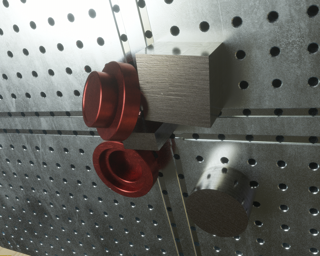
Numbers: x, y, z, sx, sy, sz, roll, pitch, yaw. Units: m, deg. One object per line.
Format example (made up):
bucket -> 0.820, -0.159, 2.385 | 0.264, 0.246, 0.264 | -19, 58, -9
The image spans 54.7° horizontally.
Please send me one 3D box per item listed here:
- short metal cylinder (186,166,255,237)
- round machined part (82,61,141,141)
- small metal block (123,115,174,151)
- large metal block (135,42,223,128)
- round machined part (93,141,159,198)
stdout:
short metal cylinder -> 0.081, 0.097, 0.412 | 0.080, 0.050, 0.079 | 13, 124, 21
round machined part -> -0.065, -0.033, 0.379 | 0.098, 0.042, 0.097 | -10, 78, 58
small metal block -> -0.016, 0.005, 0.406 | 0.050, 0.050, 0.025 | 1, 119, 28
large metal block -> 0.025, -0.051, 0.350 | 0.080, 0.050, 0.079 | 8, 122, 24
round machined part -> -0.046, 0.051, 0.456 | 0.098, 0.042, 0.097 | 13, 124, 21
